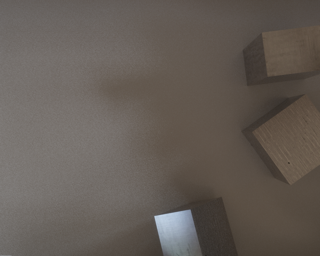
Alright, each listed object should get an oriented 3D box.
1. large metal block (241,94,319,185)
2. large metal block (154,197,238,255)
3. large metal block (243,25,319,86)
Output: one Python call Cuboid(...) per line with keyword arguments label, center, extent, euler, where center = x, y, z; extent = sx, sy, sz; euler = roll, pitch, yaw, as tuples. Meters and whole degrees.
Cuboid(label="large metal block", center=(0.168, 0.014, 0.400), extent=(0.080, 0.050, 0.080), euler=(-36, 90, 0))
Cuboid(label="large metal block", center=(0.046, 0.133, 0.370), extent=(0.050, 0.080, 0.080), euler=(-21, 77, 33))
Cuboid(label="large metal block", center=(0.157, -0.087, 0.385), extent=(0.080, 0.080, 0.050), euler=(-7, 90, 0))
